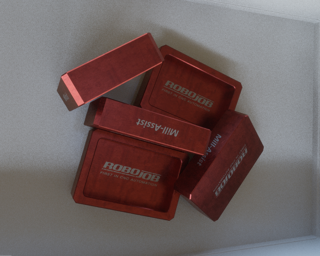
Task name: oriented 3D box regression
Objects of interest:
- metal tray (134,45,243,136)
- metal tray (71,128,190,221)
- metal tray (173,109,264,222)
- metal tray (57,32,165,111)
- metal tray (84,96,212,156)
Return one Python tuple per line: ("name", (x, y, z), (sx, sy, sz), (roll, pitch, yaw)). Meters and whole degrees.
("metal tray", (0.040, -0.043, 0.422), (0.131, 0.030, 0.090), (22, 83, -19))
("metal tray", (-0.035, 0.059, 0.393), (0.131, 0.030, 0.090), (17, 84, -20))
("metal tray", (0.084, 0.051, 0.417), (0.130, 0.030, 0.090), (-53, 135, -12))
("metal tray", (-0.060, -0.054, 0.330), (0.091, 0.130, 0.030), (-31, 101, -17))
("metal tray", (-0.018, 0.000, 0.367), (0.131, 0.090, 0.030), (17, 85, -20))
